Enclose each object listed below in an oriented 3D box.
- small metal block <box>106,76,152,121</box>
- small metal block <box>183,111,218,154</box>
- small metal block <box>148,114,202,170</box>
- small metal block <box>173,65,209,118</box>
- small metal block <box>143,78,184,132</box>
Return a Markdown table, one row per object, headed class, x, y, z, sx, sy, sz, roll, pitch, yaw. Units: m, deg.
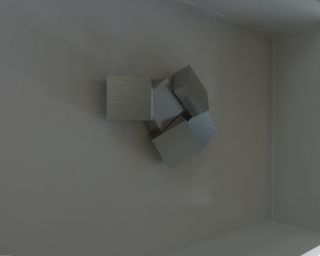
| class | x | y | z | sx | sy | sz | roll | pitch | yaw |
| --- | --- | --- | --- | --- | --- | --- | --- | --- | --- |
| small metal block | -0.034 | -0.033 | 0.360 | 0.050 | 0.025 | 0.050 | 0 | 89 | 3 |
| small metal block | 0.052 | 0.001 | 0.450 | 0.050 | 0.025 | 0.050 | -43 | 117 | -31 |
| small metal block | 0.020 | 0.018 | 0.408 | 0.050 | 0.025 | 0.050 | -31 | 113 | -3 |
| small metal block | 0.043 | -0.051 | 0.428 | 0.050 | 0.025 | 0.050 | 51 | 25 | -28 |
| small metal block | -0.002 | -0.030 | 0.404 | 0.050 | 0.025 | 0.050 | -45 | 118 | -31 |
